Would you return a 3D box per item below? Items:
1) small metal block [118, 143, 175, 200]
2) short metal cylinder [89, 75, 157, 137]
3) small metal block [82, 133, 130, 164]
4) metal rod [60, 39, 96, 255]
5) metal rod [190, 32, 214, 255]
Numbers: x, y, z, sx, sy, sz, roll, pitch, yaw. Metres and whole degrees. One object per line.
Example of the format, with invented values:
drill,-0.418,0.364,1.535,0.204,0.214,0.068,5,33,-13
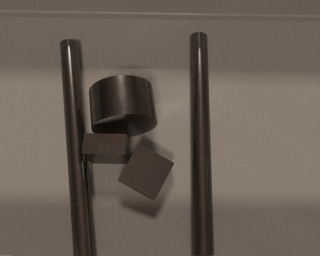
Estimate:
small metal block,-0.018,0.055,0.386,0.050,0.025,0.050,29,72,0
short metal cylinder,-0.046,-0.024,0.389,0.081,0.080,0.050,-7,70,-3
small metal block,-0.065,0.027,0.386,0.050,0.050,0.025,1,70,0
metal rod,-0.109,0.016,0.402,0.025,0.025,0.299,-9,70,-4
metal rod,0.054,0.006,0.408,0.025,0.025,0.299,2,70,0
